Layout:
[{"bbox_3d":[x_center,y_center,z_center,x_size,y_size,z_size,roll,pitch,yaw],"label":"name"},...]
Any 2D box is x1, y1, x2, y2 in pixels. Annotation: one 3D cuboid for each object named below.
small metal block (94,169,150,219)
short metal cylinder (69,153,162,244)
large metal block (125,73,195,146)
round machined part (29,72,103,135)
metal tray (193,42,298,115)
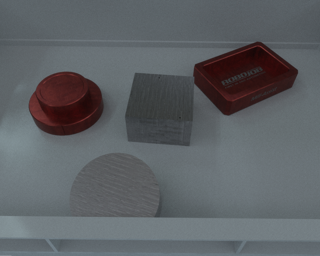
[{"bbox_3d":[-0.040,0.072,0.345,0.050,0.025,0.050,8,49,6],"label":"small metal block"},{"bbox_3d":[-0.039,0.069,0.299,0.080,0.050,0.080,-1,68,2],"label":"short metal cylinder"},{"bbox_3d":[0.002,-0.026,0.410,0.080,0.050,0.080,4,50,3],"label":"large metal block"},{"bbox_3d":[-0.130,-0.040,0.426,0.099,0.042,0.098,0,50,0],"label":"round machined part"},{"bbox_3d":[0.127,-0.079,0.469,0.131,0.030,0.090,-23,54,-19],"label":"metal tray"}]
